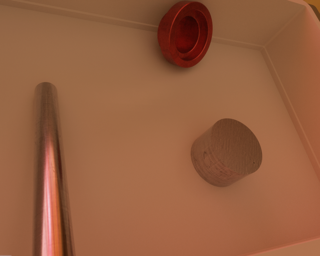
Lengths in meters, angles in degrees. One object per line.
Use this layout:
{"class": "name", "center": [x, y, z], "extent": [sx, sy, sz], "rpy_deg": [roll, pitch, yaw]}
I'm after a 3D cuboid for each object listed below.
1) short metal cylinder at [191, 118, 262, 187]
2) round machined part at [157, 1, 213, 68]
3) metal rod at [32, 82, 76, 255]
{"class": "short metal cylinder", "center": [0.089, 0.034, 0.419], "extent": [0.081, 0.050, 0.080], "rpy_deg": [14, 56, -21]}
{"class": "round machined part", "center": [0.035, -0.146, 0.481], "extent": [0.099, 0.097, 0.042], "rpy_deg": [-24, 37, -37]}
{"class": "metal rod", "center": [-0.087, 0.038, 0.246], "extent": [0.025, 0.025, 0.300], "rpy_deg": [7, 30, -25]}
